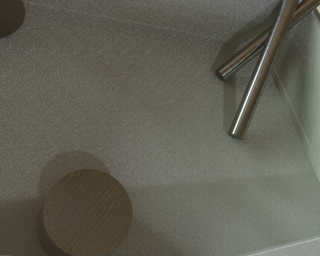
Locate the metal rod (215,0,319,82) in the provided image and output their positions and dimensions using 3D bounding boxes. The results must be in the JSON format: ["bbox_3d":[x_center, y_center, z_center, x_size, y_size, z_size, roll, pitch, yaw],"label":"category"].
[{"bbox_3d":[0.218,-0.182,0.525,0.301,0.025,0.025,-39,83,-2],"label":"metal rod"}]

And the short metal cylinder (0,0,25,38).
[{"bbox_3d":[-0.203,-0.146,0.350,0.081,0.080,0.050,-17,71,-35],"label":"short metal cylinder"}]

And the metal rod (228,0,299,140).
[{"bbox_3d":[0.174,-0.121,0.489,0.025,0.025,0.299,27,80,-13],"label":"metal rod"}]

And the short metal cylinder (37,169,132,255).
[{"bbox_3d":[-0.073,0.086,0.298,0.081,0.050,0.080,14,56,-21],"label":"short metal cylinder"}]
